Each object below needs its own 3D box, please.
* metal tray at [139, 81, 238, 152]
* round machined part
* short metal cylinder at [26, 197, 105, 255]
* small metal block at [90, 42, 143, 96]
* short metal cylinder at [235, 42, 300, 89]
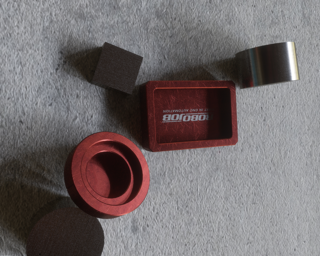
[{"bbox_3d":[0.041,-0.018,0.421,0.131,0.030,0.089,-3,91,-20],"label":"metal tray"},{"bbox_3d":[-0.064,0.057,0.362,0.099,0.042,0.098,19,56,-30],"label":"round machined part"},{"bbox_3d":[-0.109,0.125,0.356,0.081,0.050,0.080,0,90,-20],"label":"short metal cylinder"},{"bbox_3d":[-0.055,-0.073,0.389,0.050,0.025,0.050,19,84,-19],"label":"small metal block"},{"bbox_3d":[0.150,-0.086,0.435,0.081,0.080,0.050,-10,94,-20],"label":"short metal cylinder"}]
